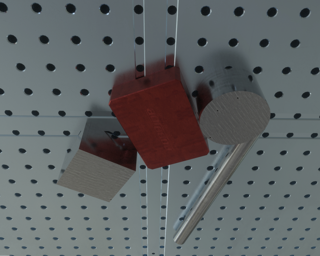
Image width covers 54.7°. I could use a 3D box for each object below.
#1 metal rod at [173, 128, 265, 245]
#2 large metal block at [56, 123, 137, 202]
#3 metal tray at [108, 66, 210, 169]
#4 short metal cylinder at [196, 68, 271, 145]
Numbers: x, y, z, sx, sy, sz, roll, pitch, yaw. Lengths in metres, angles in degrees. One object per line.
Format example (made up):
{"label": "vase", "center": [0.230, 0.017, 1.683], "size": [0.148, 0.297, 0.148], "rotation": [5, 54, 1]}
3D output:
{"label": "metal rod", "center": [0.082, 0.103, 0.500], "size": [0.025, 0.025, 0.298], "rotation": [13, 129, -12]}
{"label": "large metal block", "center": [-0.088, 0.051, 0.438], "size": [0.080, 0.050, 0.080], "rotation": [25, 126, -20]}
{"label": "metal tray", "center": [0.003, -0.007, 0.403], "size": [0.090, 0.030, 0.130], "rotation": [-17, 129, 13]}
{"label": "short metal cylinder", "center": [0.086, -0.025, 0.375], "size": [0.081, 0.050, 0.079], "rotation": [0, 130, 0]}
